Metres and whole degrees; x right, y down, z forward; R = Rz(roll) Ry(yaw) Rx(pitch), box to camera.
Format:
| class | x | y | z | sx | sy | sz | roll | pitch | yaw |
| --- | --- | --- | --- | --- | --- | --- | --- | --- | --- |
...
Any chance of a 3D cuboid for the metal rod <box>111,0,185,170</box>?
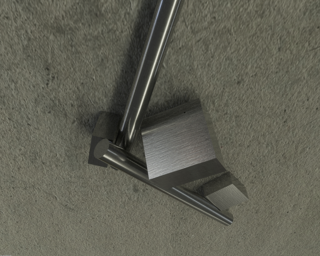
| class | x | y | z | sx | sy | sz | roll | pitch | yaw |
| --- | --- | --- | --- | --- | --- | --- | --- | --- | --- |
| metal rod | -0.012 | -0.066 | 0.336 | 0.025 | 0.025 | 0.298 | 14 | 125 | -12 |

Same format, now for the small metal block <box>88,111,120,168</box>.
| class | x | y | z | sx | sy | sz | roll | pitch | yaw |
| --- | --- | --- | --- | --- | --- | --- | --- | --- | --- |
| small metal block | -0.072 | 0.014 | 0.401 | 0.025 | 0.050 | 0.050 | 14 | 129 | -6 |

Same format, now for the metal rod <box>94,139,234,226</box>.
| class | x | y | z | sx | sy | sz | roll | pitch | yaw |
| --- | --- | --- | --- | --- | --- | --- | --- | --- | --- |
| metal rod | 0.026 | 0.092 | 0.450 | 0.025 | 0.025 | 0.301 | -32 | 135 | 24 |

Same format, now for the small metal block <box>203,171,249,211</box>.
| class | x | y | z | sx | sy | sz | roll | pitch | yaw |
| --- | --- | --- | --- | --- | --- | --- | --- | --- | --- |
| small metal block | 0.105 | 0.102 | 0.496 | 0.050 | 0.025 | 0.050 | -32 | 124 | 24 |

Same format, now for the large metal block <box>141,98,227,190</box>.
| class | x | y | z | sx | sy | sz | roll | pitch | yaw |
| --- | --- | --- | --- | --- | --- | --- | --- | --- | --- |
| large metal block | 0.027 | 0.021 | 0.381 | 0.080 | 0.080 | 0.050 | -20 | 149 | 16 |
